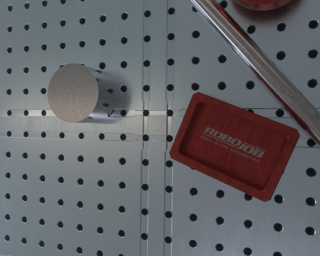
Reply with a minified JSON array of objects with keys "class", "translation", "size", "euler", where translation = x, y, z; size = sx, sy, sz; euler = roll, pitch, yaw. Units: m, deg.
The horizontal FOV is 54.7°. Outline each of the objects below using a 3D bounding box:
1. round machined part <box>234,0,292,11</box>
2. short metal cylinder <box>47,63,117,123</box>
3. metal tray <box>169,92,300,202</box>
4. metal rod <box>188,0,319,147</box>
[{"class":"round machined part","translation":[0.124,-0.185,0.360],"size":[0.098,0.042,0.097],"euler":[0,90,19]},{"class":"short metal cylinder","translation":[-0.109,-0.047,0.438],"size":[0.080,0.050,0.079],"euler":[0,90,20]},{"class":"metal tray","translation":[0.088,0.020,0.378],"size":[0.130,0.030,0.089],"euler":[24,98,18]},{"class":"metal rod","translation":[0.134,-0.057,0.365],"size":[0.025,0.025,0.300],"euler":[-41,77,15]}]
